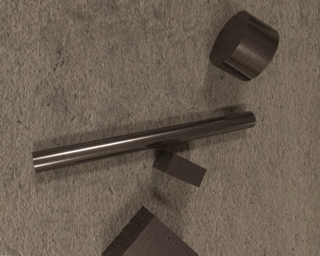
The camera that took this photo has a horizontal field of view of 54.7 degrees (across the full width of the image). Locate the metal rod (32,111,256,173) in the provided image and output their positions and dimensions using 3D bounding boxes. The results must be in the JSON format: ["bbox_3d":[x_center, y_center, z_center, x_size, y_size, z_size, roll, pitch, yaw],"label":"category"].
[{"bbox_3d":[-0.005,0.014,0.408,0.303,0.025,0.025,-11,94,-20],"label":"metal rod"}]

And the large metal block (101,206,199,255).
[{"bbox_3d":[-0.013,0.161,0.392,0.080,0.050,0.080,46,76,-15],"label":"large metal block"}]

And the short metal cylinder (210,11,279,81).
[{"bbox_3d":[0.113,-0.111,0.423,0.050,0.080,0.080,24,82,-19],"label":"short metal cylinder"}]

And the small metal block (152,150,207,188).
[{"bbox_3d":[0.024,0.053,0.406,0.050,0.050,0.025,27,81,-18],"label":"small metal block"}]
